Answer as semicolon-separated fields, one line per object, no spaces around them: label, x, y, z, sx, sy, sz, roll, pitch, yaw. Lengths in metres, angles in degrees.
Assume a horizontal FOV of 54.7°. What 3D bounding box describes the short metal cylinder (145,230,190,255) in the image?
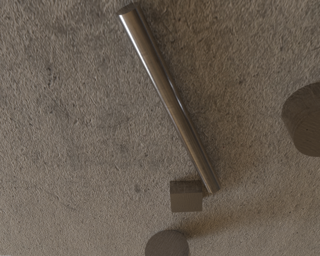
short metal cylinder;0.016;0.239;0.574;0.080;0.080;0.050;-7;130;5

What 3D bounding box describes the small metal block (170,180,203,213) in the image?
small metal block;0.042;0.111;0.502;0.050;0.025;0.050;-3;130;2

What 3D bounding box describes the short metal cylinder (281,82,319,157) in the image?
short metal cylinder;0.200;-0.010;0.384;0.081;0.050;0.079;0;130;0

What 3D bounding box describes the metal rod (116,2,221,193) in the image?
metal rod;0.026;-0.013;0.395;0.025;0.025;0.299;-18;128;14
